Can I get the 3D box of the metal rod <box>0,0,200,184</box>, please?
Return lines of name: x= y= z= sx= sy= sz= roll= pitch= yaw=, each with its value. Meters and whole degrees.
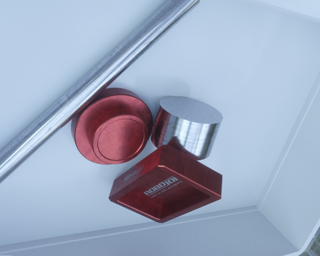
metal rod: x=-0.076 y=-0.045 z=0.339 sx=0.300 sy=0.025 sz=0.025 roll=-42 pitch=130 yaw=0

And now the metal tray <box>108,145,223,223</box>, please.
metal tray: x=0.004 y=0.078 z=0.396 sx=0.090 sy=0.030 sz=0.129 roll=30 pitch=138 yaw=-20

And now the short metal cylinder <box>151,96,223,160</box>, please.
short metal cylinder: x=0.033 y=-0.002 z=0.392 sx=0.081 sy=0.080 sz=0.050 roll=0 pitch=119 yaw=-29

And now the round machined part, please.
round machined part: x=-0.053 y=0.005 z=0.373 sx=0.099 sy=0.042 sz=0.097 roll=-14 pitch=125 yaw=-21

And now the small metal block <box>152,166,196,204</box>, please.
small metal block: x=0.021 y=0.087 z=0.476 sx=0.050 sy=0.025 sz=0.050 roll=2 pitch=118 yaw=-30
